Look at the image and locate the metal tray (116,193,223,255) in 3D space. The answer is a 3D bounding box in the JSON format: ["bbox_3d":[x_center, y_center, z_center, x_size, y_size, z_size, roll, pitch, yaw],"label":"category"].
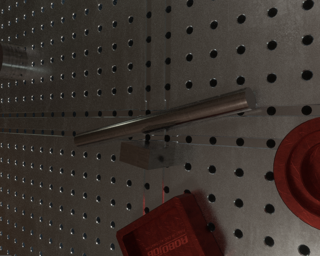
[{"bbox_3d":[0.006,0.152,0.399,0.130,0.030,0.090,-39,66,32],"label":"metal tray"}]

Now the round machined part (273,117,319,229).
[{"bbox_3d":[0.155,0.038,0.270,0.098,0.042,0.097,0,90,39],"label":"round machined part"}]

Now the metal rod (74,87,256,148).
[{"bbox_3d":[-0.018,-0.005,0.422,0.300,0.025,0.025,-13,82,39],"label":"metal rod"}]

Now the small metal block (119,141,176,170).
[{"bbox_3d":[-0.016,0.034,0.405,0.050,0.050,0.025,12,98,39],"label":"small metal block"}]

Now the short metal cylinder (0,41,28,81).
[{"bbox_3d":[-0.326,-0.142,0.657,0.080,0.050,0.079,0,90,39],"label":"short metal cylinder"}]
